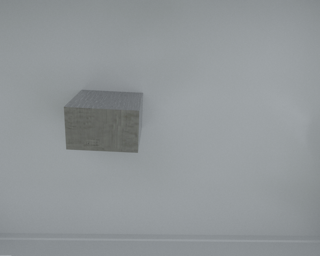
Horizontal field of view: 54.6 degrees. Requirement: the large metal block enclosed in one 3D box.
[{"bbox_3d":[-0.064,-0.011,0.377,0.080,0.080,0.050,3,110,-1],"label":"large metal block"}]
